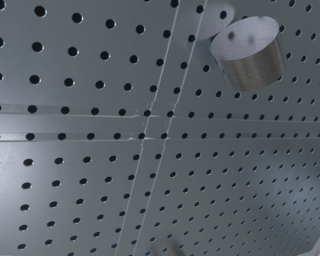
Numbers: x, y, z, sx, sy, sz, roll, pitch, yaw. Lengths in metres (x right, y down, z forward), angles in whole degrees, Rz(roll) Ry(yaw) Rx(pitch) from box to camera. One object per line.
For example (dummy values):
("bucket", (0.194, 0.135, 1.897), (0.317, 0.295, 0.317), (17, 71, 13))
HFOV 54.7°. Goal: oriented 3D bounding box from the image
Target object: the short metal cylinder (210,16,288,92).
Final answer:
("short metal cylinder", (0.109, -0.091, 0.379), (0.080, 0.080, 0.050), (-38, 129, -3))
